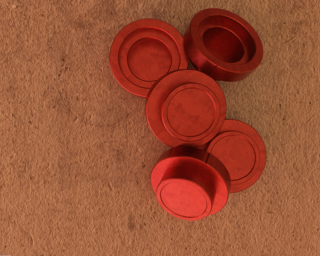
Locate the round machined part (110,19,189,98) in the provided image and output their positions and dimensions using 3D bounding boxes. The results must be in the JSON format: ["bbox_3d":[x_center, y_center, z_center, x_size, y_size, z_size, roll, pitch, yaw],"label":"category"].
[{"bbox_3d":[-0.013,-0.087,0.402,0.099,0.042,0.097,0,90,-1],"label":"round machined part"}]

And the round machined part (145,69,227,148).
[{"bbox_3d":[0.033,-0.021,0.370,0.099,0.042,0.097,-2,101,-8],"label":"round machined part"}]

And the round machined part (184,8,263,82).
[{"bbox_3d":[0.075,-0.099,0.390,0.099,0.042,0.098,8,63,-16],"label":"round machined part"}]

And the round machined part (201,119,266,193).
[{"bbox_3d":[0.090,0.037,0.404,0.099,0.042,0.097,0,90,-1],"label":"round machined part"}]

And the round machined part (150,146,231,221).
[{"bbox_3d":[0.034,0.074,0.378,0.098,0.042,0.097,11,125,16],"label":"round machined part"}]
